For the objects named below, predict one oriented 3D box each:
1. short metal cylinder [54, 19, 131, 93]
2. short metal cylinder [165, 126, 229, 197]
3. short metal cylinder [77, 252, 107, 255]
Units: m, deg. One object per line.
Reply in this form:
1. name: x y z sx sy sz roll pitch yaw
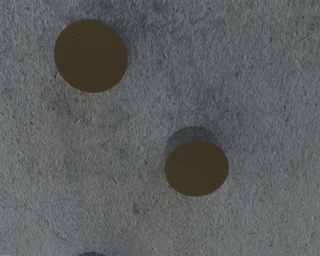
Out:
1. short metal cylinder: -0.076 -0.086 0.364 0.081 0.050 0.079 0 110 0
2. short metal cylinder: 0.046 0.044 0.413 0.081 0.050 0.079 0 110 0
3. short metal cylinder: -0.110 0.244 0.486 0.081 0.050 0.079 0 110 0
